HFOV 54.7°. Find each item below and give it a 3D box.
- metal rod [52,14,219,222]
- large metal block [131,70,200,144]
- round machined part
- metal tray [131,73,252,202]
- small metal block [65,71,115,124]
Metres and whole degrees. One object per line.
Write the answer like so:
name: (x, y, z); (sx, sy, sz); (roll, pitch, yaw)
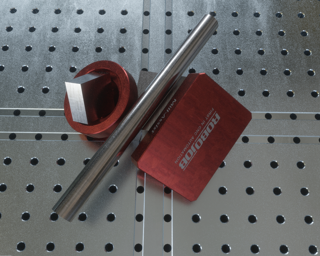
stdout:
metal rod: (-0.018, -0.025, 0.367); (0.025, 0.025, 0.300); (33, 73, 11)
large metal block: (0.008, -0.023, 0.406); (0.080, 0.050, 0.080); (9, 70, 3)
round machined part: (-0.071, -0.034, 0.400); (0.098, 0.042, 0.098); (-7, 71, 23)
metal tray: (0.039, 0.011, 0.370); (0.090, 0.030, 0.130); (36, 86, -21)
small metal block: (-0.084, -0.039, 0.382); (0.025, 0.050, 0.050); (12, 30, 31)
